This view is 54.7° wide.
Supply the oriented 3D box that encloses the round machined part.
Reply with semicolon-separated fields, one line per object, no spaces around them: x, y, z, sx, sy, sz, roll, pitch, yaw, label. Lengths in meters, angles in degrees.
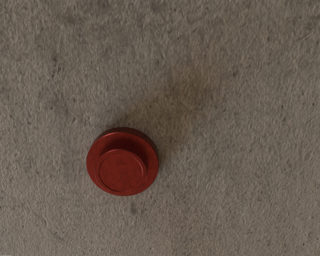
-0.050;0.051;0.419;0.099;0.042;0.097;0;110;-1;round machined part
